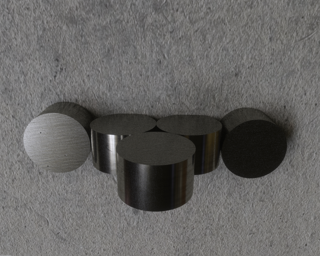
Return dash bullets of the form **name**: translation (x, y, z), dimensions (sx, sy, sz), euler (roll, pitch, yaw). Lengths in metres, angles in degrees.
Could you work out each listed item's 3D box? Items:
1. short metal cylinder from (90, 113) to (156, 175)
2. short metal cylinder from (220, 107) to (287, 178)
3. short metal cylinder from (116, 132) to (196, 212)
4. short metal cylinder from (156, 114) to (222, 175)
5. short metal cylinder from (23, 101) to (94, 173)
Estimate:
- **short metal cylinder**: translation (-0.045, 0.017, 0.388), dimensions (0.081, 0.080, 0.050), euler (0, 110, 0)
- **short metal cylinder**: translation (0.116, 0.018, 0.405), dimensions (0.081, 0.050, 0.079), euler (0, 111, -1)
- **short metal cylinder**: translation (-0.004, 0.042, 0.323), dimensions (0.081, 0.080, 0.050), euler (1, 111, -1)
- **short metal cylinder**: translation (0.035, 0.018, 0.389), dimensions (0.081, 0.080, 0.050), euler (0, 109, 0)
- **short metal cylinder**: translation (-0.125, 0.011, 0.400), dimensions (0.081, 0.050, 0.079), euler (0, 110, -1)
